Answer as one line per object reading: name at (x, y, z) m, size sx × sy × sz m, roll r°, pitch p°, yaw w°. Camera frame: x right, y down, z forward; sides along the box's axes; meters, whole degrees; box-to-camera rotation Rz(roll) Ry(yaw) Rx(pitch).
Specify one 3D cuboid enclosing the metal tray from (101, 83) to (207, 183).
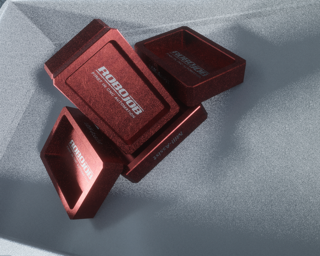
metal tray at (-0.014, -0.003, 0.408) m, size 0.130 × 0.030 × 0.090 m, roll -43°, pitch 51°, yaw -2°

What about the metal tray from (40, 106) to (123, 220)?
metal tray at (-0.108, 0.042, 0.407) m, size 0.130 × 0.030 × 0.090 m, roll 46°, pitch 112°, yaw 38°

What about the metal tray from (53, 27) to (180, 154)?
metal tray at (-0.049, -0.041, 0.370) m, size 0.090 × 0.130 × 0.030 m, roll -42°, pitch 28°, yaw -1°

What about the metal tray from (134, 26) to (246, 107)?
metal tray at (0.036, -0.088, 0.412) m, size 0.091 × 0.030 × 0.130 m, roll -26°, pitch 48°, yaw -21°

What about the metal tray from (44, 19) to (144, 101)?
metal tray at (-0.073, -0.066, 0.412) m, size 0.090 × 0.130 × 0.030 m, roll -43°, pitch 51°, yaw -1°
